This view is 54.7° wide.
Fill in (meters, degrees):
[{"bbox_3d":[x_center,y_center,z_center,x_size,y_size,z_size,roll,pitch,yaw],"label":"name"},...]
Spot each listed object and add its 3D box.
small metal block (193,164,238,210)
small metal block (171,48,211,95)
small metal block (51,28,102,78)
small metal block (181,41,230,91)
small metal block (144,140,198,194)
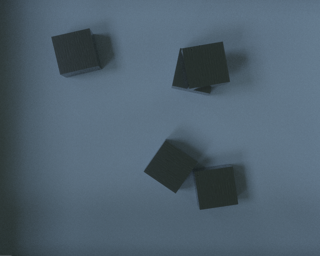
[{"bbox_3d":[0.073,0.078,0.412,0.050,0.025,0.050,-8,90,-1],"label":"small metal block"},{"bbox_3d":[0.045,-0.074,0.412,0.050,0.025,0.050,12,90,-1],"label":"small metal block"},{"bbox_3d":[-0.109,-0.098,0.410,0.050,0.025,0.050,-13,90,-1],"label":"small metal block"},{"bbox_3d":[0.056,-0.076,0.387,0.050,0.025,0.050,-10,90,-1],"label":"small metal block"},{"bbox_3d":[0.014,0.050,0.412,0.050,0.025,0.050,35,90,-1],"label":"small metal block"}]
